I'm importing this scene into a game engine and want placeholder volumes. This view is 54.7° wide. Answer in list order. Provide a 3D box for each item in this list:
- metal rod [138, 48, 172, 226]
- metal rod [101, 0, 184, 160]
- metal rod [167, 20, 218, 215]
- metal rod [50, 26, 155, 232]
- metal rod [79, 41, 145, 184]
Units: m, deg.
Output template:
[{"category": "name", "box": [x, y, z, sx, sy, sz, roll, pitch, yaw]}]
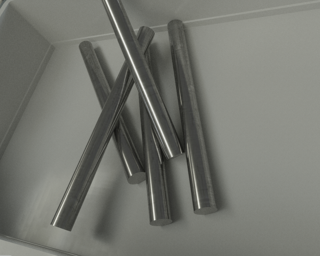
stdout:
[{"category": "metal rod", "box": [-0.015, -0.019, 0.423, 0.025, 0.025, 0.299, -19, 54, 17]}, {"category": "metal rod", "box": [-0.036, -0.101, 0.406, 0.025, 0.025, 0.299, -25, 78, 13]}, {"category": "metal rod", "box": [0.036, -0.037, 0.408, 0.025, 0.025, 0.299, -18, 55, 18]}, {"category": "metal rod", "box": [-0.068, -0.015, 0.414, 0.025, 0.025, 0.300, 7, 65, 31]}, {"category": "metal rod", "box": [-0.082, -0.043, 0.472, 0.025, 0.025, 0.300, -32, 52, 7]}]
